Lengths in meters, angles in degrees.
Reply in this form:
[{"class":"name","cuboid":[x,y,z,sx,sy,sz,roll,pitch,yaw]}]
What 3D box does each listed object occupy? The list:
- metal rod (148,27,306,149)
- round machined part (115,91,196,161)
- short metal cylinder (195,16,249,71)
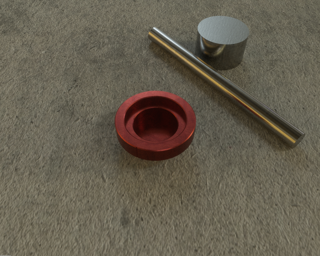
[{"class":"metal rod","cuboid":[0.082,-0.074,0.466,0.025,0.025,0.300,-31,57,-24]},{"class":"round machined part","cuboid":[-0.006,0.001,0.391,0.099,0.042,0.098,0,50,0]},{"class":"short metal cylinder","cuboid":[0.099,-0.139,0.505,0.081,0.050,0.080,0,50,0]}]
